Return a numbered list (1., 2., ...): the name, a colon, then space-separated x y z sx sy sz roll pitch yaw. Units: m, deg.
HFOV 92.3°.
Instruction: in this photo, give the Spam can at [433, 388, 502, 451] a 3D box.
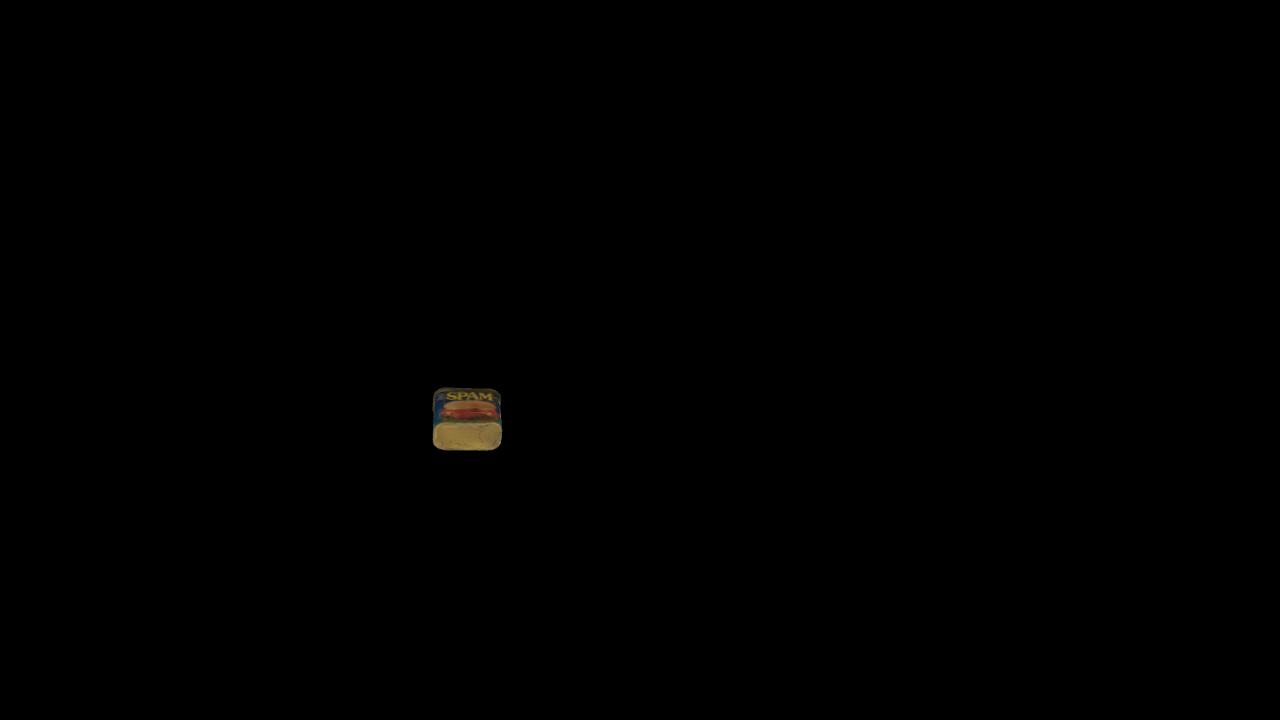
1. Spam can: -0.258 0.089 0.918 0.101 0.058 0.085 2 32 -17
